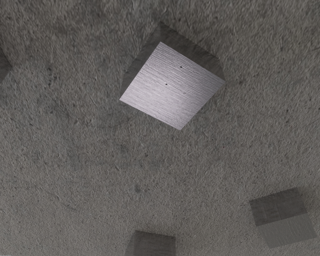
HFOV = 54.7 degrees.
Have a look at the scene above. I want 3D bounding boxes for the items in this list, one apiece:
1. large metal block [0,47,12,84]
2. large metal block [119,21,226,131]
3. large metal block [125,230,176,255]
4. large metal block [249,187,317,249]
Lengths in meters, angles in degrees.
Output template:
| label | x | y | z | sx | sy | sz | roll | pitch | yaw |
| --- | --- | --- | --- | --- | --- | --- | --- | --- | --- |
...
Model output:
| label | x | y | z | sx | sy | sz | roll | pitch | yaw |
| --- | --- | --- | --- | --- | --- | --- | --- | --- | --- |
| large metal block | -0.220 | -0.078 | 0.322 | 0.080 | 0.050 | 0.080 | -9 | 130 | 7 |
| large metal block | 0.012 | -0.055 | 0.344 | 0.080 | 0.050 | 0.080 | 27 | 125 | -21 |
| large metal block | -0.021 | 0.248 | 0.602 | 0.081 | 0.050 | 0.079 | 13 | 129 | -12 |
| large metal block | 0.207 | 0.154 | 0.523 | 0.080 | 0.050 | 0.080 | -22 | 127 | 17 |
